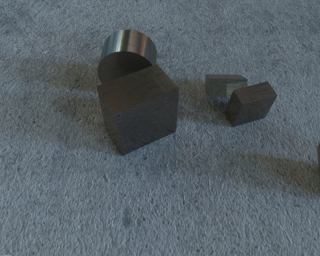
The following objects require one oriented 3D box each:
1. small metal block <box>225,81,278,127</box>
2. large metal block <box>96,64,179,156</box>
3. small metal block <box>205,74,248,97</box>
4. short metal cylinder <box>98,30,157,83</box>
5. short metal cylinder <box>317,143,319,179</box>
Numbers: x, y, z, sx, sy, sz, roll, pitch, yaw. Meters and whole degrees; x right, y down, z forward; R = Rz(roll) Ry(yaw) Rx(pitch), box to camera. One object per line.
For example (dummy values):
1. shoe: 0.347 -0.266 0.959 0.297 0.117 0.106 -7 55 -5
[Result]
1. small metal block: 0.120 -0.031 0.412 0.050 0.050 0.025 -15 59 -13
2. large metal block: -0.026 -0.022 0.386 0.081 0.080 0.050 -24 54 -19
3. small metal block: 0.092 -0.061 0.440 0.050 0.025 0.050 1 16 1
4. short metal cylinder: -0.045 -0.092 0.445 0.080 0.080 0.050 1 50 1
5. short metal cylinder: 0.216 0.043 0.333 0.080 0.080 0.050 10 51 8
